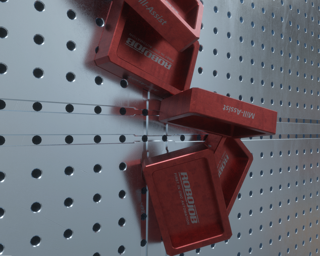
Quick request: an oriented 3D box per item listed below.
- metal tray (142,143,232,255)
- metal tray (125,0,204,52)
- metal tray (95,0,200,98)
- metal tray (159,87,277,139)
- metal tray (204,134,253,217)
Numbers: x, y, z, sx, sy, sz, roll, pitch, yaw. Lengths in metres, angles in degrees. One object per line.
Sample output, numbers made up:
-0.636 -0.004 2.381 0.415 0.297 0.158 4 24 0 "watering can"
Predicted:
0.036 0.094 0.408 0.091 0.030 0.129 -15 102 -3 "metal tray"
-0.004 -0.163 0.369 0.130 0.030 0.090 38 42 -25 "metal tray"
-0.010 -0.098 0.398 0.131 0.030 0.090 23 76 -38 "metal tray"
0.076 -0.015 0.411 0.131 0.090 0.030 13 79 -24 "metal tray"
0.092 0.072 0.485 0.090 0.030 0.130 46 62 -30 "metal tray"
